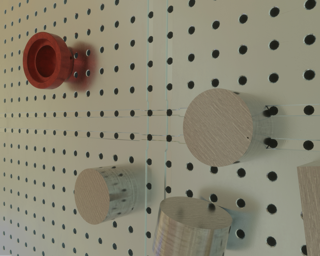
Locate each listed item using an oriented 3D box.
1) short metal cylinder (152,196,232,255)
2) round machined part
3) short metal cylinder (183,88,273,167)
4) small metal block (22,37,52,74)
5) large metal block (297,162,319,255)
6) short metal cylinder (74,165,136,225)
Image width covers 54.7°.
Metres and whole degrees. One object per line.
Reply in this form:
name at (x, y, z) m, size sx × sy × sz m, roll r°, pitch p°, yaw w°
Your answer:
short metal cylinder at (0.035, 0.116, 0.345) m, size 0.080 × 0.081 × 0.050 m, roll 17°, pitch 101°, yaw 39°
round machined part at (-0.195, -0.118, 0.553) m, size 0.098 × 0.042 × 0.097 m, roll 2°, pitch 95°, yaw 30°
short metal cylinder at (0.072, -0.001, 0.334) m, size 0.080 × 0.050 × 0.080 m, roll 0°, pitch 90°, yaw 40°
small metal block at (-0.243, -0.142, 0.611) m, size 0.050 × 0.025 × 0.050 m, roll -32°, pitch 70°, yaw 35°
large metal block at (0.167, 0.068, 0.255) m, size 0.080 × 0.050 × 0.080 m, roll -8°, pitch 85°, yaw 39°
short metal cylinder at (-0.082, 0.097, 0.461) m, size 0.080 × 0.050 × 0.080 m, roll 0°, pitch 90°, yaw 40°
